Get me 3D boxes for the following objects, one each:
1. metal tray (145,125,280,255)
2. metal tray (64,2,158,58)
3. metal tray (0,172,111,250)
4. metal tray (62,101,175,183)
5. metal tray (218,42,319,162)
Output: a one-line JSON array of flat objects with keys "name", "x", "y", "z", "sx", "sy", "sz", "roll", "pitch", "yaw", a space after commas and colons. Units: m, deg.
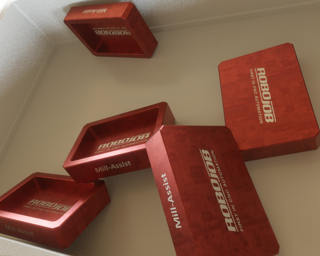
[{"name": "metal tray", "x": 0.046, "y": 0.061, "z": 0.285, "sx": 0.030, "sy": 0.091, "sz": 0.130, "roll": -45, "pitch": 54, "yaw": 46}, {"name": "metal tray", "x": -0.079, "y": -0.155, "z": 0.500, "sx": 0.130, "sy": 0.090, "sz": 0.030, "roll": 10, "pitch": 67, "yaw": 32}, {"name": "metal tray", "x": -0.140, "y": 0.096, "z": 0.386, "sx": 0.130, "sy": 0.030, "sz": 0.090, "roll": 1, "pitch": 26, "yaw": 28}, {"name": "metal tray", "x": -0.050, "y": 0.018, "z": 0.397, "sx": 0.130, "sy": 0.030, "sz": 0.090, "roll": -14, "pitch": 34, "yaw": 20}, {"name": "metal tray", "x": 0.121, "y": -0.031, "z": 0.358, "sx": 0.090, "sy": 0.030, "sz": 0.130, "roll": -13, "pitch": 56, "yaw": 21}]
